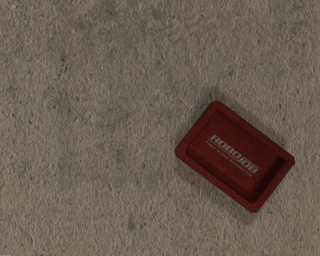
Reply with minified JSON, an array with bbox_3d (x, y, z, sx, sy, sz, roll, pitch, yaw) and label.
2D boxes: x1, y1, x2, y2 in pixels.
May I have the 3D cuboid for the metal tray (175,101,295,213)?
[{"bbox_3d":[0.096,0.037,0.408,0.130,0.030,0.090,37,90,-1],"label":"metal tray"}]
